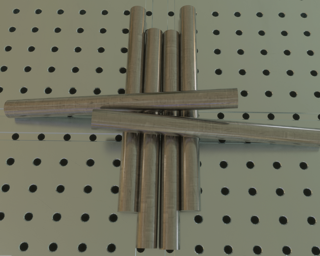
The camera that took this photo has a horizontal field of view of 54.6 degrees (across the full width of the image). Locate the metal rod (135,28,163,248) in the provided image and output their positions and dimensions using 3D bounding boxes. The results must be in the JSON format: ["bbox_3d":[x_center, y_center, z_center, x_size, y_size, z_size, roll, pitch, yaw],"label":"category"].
[{"bbox_3d":[-0.012,-0.001,0.411,0.025,0.025,0.299,1,70,0],"label":"metal rod"}]

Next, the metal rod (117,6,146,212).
[{"bbox_3d":[-0.036,-0.039,0.425,0.025,0.025,0.299,1,70,0],"label":"metal rod"}]

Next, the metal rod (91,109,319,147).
[{"bbox_3d":[0.069,0.002,0.390,0.302,0.025,0.025,5,70,-8],"label":"metal rod"}]

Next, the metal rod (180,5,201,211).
[{"bbox_3d":[0.040,-0.040,0.426,0.025,0.025,0.299,1,70,0],"label":"metal rod"}]

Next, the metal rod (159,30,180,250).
[{"bbox_3d":[0.014,0.001,0.412,0.025,0.025,0.299,1,70,0],"label":"metal rod"}]

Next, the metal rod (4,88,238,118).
[{"bbox_3d":[-0.055,-0.031,0.398,0.301,0.025,0.025,-2,70,9],"label":"metal rod"}]
